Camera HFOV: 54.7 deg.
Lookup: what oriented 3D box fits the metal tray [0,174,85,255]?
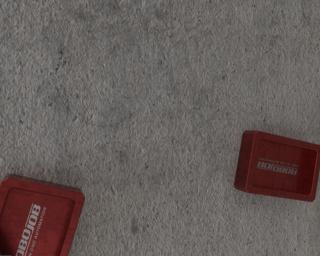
[{"bbox_3d":[-0.148,0.126,0.351,0.091,0.030,0.129,18,84,-19],"label":"metal tray"}]

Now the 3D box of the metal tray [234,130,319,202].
[{"bbox_3d":[0.183,0.059,0.473,0.131,0.030,0.090,12,86,-20],"label":"metal tray"}]
